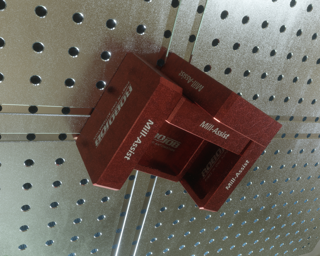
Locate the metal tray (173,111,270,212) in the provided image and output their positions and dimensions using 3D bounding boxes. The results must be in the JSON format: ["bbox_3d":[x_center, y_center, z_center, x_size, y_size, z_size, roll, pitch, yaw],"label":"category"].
[{"bbox_3d":[0.081,0.040,0.436,0.030,0.090,0.129,24,105,-37],"label":"metal tray"}]

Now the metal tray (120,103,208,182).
[{"bbox_3d":[-0.002,0.017,0.416,0.131,0.030,0.090,24,106,-37],"label":"metal tray"}]

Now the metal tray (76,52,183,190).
[{"bbox_3d":[-0.040,-0.009,0.340,0.030,0.090,0.129,24,105,-37],"label":"metal tray"}]

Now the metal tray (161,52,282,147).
[{"bbox_3d":[0.065,-0.035,0.355,0.090,0.130,0.030,24,105,-37],"label":"metal tray"}]

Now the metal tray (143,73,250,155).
[{"bbox_3d":[0.043,-0.019,0.379,0.131,0.090,0.030,23,106,-37],"label":"metal tray"}]
